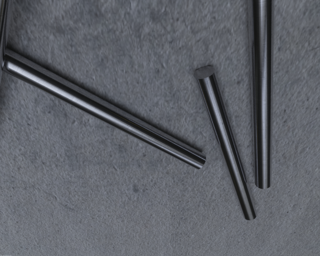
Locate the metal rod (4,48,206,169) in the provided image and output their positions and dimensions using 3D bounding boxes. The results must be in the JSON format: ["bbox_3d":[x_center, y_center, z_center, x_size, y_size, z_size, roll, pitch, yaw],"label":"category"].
[{"bbox_3d":[-0.064,-0.018,0.391,0.301,0.025,0.025,28,124,-23],"label":"metal rod"}]

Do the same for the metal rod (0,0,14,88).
[{"bbox_3d":[-0.200,-0.030,0.353,0.025,0.025,0.298,21,135,-17],"label":"metal rod"}]

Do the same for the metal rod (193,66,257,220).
[{"bbox_3d":[0.103,0.043,0.445,0.025,0.025,0.299,-16,129,13],"label":"metal rod"}]

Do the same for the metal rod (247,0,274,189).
[{"bbox_3d":[0.128,-0.026,0.387,0.025,0.025,0.298,-10,130,8],"label":"metal rod"}]
